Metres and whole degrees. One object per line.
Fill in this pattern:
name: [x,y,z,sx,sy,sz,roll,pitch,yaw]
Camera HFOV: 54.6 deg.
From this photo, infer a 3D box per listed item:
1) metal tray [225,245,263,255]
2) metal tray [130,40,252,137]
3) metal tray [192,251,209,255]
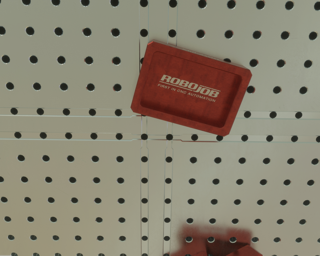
metal tray: [0.101,0.247,0.471,0.131,0.030,0.090,-18,103,-18]
metal tray: [0.037,-0.049,0.392,0.131,0.030,0.089,15,109,-6]
metal tray: [0.066,0.275,0.512,0.090,0.030,0.130,-29,108,10]
